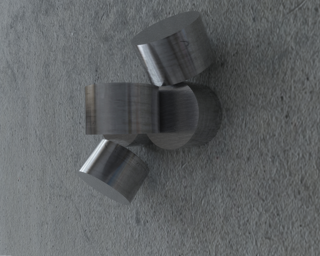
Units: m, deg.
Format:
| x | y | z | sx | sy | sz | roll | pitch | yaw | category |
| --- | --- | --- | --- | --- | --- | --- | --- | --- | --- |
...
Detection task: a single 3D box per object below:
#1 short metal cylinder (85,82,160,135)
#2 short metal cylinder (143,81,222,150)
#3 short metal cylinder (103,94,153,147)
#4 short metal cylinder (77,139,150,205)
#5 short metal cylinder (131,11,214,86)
| x | y | z | sx | sy | sz | roll | pitch | yaw | category |
| --- | --- | --- | --- | --- | --- | --- | --- | --- | --- |
| -0.040 | -0.018 | 0.337 | 0.080 | 0.081 | 0.050 | -2 | 89 | 39 | short metal cylinder |
| 0.026 | -0.016 | 0.367 | 0.080 | 0.050 | 0.079 | 0 | 90 | 39 | short metal cylinder |
| -0.037 | -0.015 | 0.417 | 0.080 | 0.050 | 0.079 | 0 | 90 | 39 | short metal cylinder |
| -0.061 | 0.059 | 0.410 | 0.080 | 0.080 | 0.050 | 10 | 57 | 39 | short metal cylinder |
| 0.015 | -0.090 | 0.348 | 0.080 | 0.080 | 0.050 | 1 | 129 | 39 | short metal cylinder |
